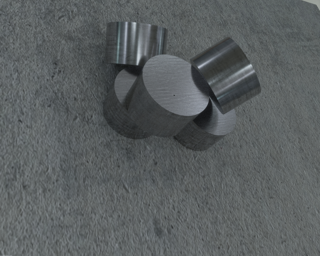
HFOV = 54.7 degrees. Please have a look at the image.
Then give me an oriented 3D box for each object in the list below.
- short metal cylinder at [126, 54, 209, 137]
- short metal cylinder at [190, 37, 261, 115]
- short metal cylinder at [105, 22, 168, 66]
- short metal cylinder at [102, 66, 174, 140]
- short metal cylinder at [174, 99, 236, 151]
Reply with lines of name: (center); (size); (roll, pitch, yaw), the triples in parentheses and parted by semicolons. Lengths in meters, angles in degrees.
short metal cylinder: (0.008, -0.036, 0.352); (0.081, 0.050, 0.080); (14, 56, -21)
short metal cylinder: (0.079, -0.063, 0.380); (0.050, 0.080, 0.080); (-31, 75, 6)
short metal cylinder: (-0.032, -0.108, 0.412); (0.081, 0.080, 0.050); (0, 101, -29)
short metal cylinder: (-0.027, -0.032, 0.395); (0.081, 0.050, 0.080); (14, 56, -21)
short metal cylinder: (0.057, -0.014, 0.430); (0.081, 0.050, 0.080); (14, 56, -21)
